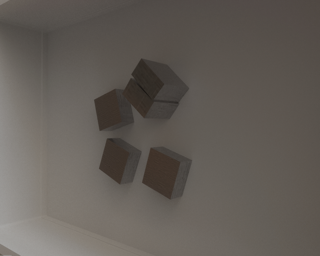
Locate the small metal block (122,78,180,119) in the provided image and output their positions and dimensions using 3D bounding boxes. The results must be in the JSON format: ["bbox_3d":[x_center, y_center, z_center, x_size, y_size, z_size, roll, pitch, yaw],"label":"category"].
[{"bbox_3d":[-0.012,-0.037,0.400,0.050,0.050,0.025,47,119,29],"label":"small metal block"}]

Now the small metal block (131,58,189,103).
[{"bbox_3d":[0.001,-0.059,0.390,0.050,0.050,0.025,52,120,27],"label":"small metal block"}]

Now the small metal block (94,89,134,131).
[{"bbox_3d":[-0.069,-0.026,0.464,0.050,0.025,0.050,-20,78,38],"label":"small metal block"}]

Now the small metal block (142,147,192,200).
[{"bbox_3d":[0.008,0.057,0.400,0.050,0.025,0.050,23,104,37],"label":"small metal block"}]

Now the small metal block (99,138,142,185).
[{"bbox_3d":[-0.059,0.048,0.456,0.050,0.025,0.050,28,107,36],"label":"small metal block"}]
